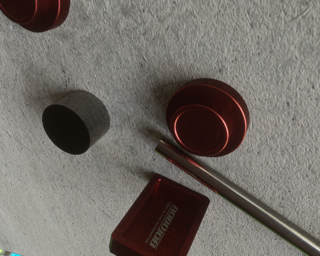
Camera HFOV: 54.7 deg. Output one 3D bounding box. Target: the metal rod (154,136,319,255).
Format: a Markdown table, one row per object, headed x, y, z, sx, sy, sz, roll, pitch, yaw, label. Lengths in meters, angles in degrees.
| x | y | z | sx | sy | sz | roll | pitch | yaw | label |
| --- | --- | --- | --- | --- | --- | --- | --- | --- | --- |
| 0.123 | 0.105 | 0.405 | 0.301 | 0.025 | 0.025 | 34 | 129 | 5 | metal rod |

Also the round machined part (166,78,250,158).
| x | y | z | sx | sy | sz | roll | pitch | yaw | label |
| --- | --- | --- | --- | --- | --- | --- | --- | --- | --- |
| 0.052 | -0.005 | 0.365 | 0.098 | 0.042 | 0.097 | 13 | 124 | 20 | round machined part |

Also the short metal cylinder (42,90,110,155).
| x | y | z | sx | sy | sz | roll | pitch | yaw | label |
| --- | --- | --- | --- | --- | --- | --- | --- | --- | --- |
| -0.120 | -0.008 | 0.447 | 0.080 | 0.050 | 0.079 | 13 | 124 | 20 | short metal cylinder |

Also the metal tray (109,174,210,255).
| x | y | z | sx | sy | sz | roll | pitch | yaw | label |
| --- | --- | --- | --- | --- | --- | --- | --- | --- | --- |
| 0.004 | 0.126 | 0.414 | 0.090 | 0.131 | 0.030 | 24 | 127 | 13 | metal tray |

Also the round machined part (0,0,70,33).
| x | y | z | sx | sy | sz | roll | pitch | yaw | label |
| --- | --- | --- | --- | --- | --- | --- | --- | --- | --- |
| -0.163 | -0.165 | 0.377 | 0.098 | 0.042 | 0.097 | 13 | 124 | 20 | round machined part |
